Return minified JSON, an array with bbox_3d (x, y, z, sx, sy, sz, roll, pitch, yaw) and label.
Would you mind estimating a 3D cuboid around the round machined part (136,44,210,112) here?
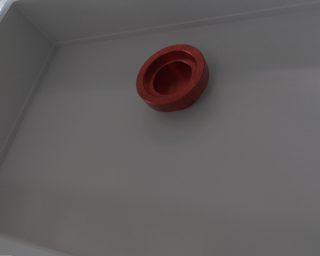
[{"bbox_3d":[0.021,-0.063,0.424,0.098,0.042,0.098,-13,56,21],"label":"round machined part"}]
